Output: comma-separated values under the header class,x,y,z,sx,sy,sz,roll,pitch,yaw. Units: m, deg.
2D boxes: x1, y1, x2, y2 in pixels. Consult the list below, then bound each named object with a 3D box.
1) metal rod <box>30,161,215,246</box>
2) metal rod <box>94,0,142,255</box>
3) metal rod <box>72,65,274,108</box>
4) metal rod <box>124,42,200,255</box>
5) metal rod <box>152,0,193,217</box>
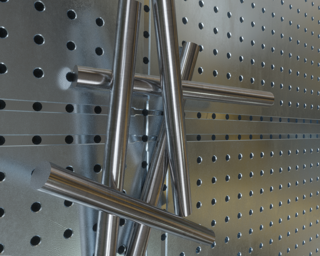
class,x,y,z,sx,sy,sz,roll,pitch,yaw
metal rod,-0.013,0.102,0.360,0.301,0.025,0.025,37,67,-45
metal rod,-0.048,0.015,0.341,0.025,0.025,0.298,1,98,-40
metal rod,0.039,-0.050,0.410,0.303,0.025,0.025,2,89,-30
metal rod,0.006,0.022,0.416,0.025,0.025,0.299,26,74,-38
metal rod,0.016,-0.025,0.374,0.025,0.025,0.298,-23,116,-38
